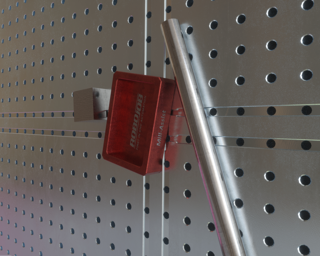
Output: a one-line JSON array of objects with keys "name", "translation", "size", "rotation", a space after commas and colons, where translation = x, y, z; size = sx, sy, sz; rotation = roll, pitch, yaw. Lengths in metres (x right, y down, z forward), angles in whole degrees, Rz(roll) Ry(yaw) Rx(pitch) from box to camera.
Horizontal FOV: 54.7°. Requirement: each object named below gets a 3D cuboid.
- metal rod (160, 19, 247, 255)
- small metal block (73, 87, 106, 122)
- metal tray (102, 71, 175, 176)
[{"name": "metal rod", "translation": [0.049, 0.009, 0.367], "size": [0.025, 0.025, 0.299], "rotation": [-23, 76, 37]}, {"name": "small metal block", "translation": [-0.114, -0.036, 0.501], "size": [0.050, 0.025, 0.050], "rotation": [-5, 87, 39]}, {"name": "metal tray", "translation": [-0.032, -0.009, 0.430], "size": [0.090, 0.030, 0.129], "rotation": [15, 100, 38]}]
